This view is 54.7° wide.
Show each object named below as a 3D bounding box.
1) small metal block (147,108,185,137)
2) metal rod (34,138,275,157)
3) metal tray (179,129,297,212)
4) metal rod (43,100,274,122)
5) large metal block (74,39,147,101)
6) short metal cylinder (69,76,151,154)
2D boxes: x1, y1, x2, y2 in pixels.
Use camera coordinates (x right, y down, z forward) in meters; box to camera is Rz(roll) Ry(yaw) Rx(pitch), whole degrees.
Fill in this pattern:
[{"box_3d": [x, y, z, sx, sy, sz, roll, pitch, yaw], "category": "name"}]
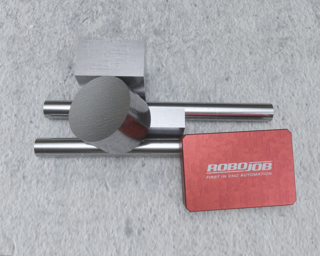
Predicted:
[{"box_3d": [0.005, -0.004, 0.397, 0.050, 0.050, 0.025, 1, 70, 0], "category": "small metal block"}, {"box_3d": [-0.006, 0.025, 0.401, 0.302, 0.025, 0.025, 0, 70, -1], "category": "metal rod"}, {"box_3d": [0.092, 0.049, 0.375, 0.131, 0.030, 0.089, -3, 88, -3], "category": "metal tray"}, {"box_3d": [-0.002, -0.023, 0.418, 0.302, 0.025, 0.025, 1, 70, 0], "category": "metal rod"}, {"box_3d": [-0.059, -0.071, 0.406, 0.081, 0.080, 0.050, 1, 70, 0], "category": "large metal block"}, {"box_3d": [-0.058, -0.014, 0.363, 0.080, 0.050, 0.080, -9, 66, 22], "category": "short metal cylinder"}]
